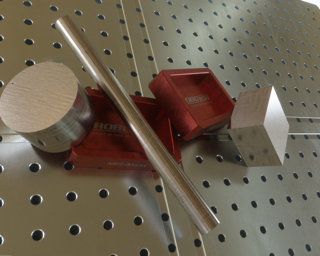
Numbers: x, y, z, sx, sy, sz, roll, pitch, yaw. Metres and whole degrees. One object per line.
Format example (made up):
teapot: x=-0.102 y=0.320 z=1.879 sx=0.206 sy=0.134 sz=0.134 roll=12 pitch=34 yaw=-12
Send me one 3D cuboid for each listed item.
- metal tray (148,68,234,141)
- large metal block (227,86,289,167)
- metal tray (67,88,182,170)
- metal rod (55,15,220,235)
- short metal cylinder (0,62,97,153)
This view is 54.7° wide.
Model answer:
metal tray: x=0.054 y=-0.039 z=0.433 sx=0.131 sy=0.030 sz=0.090 roll=-16 pitch=70 yaw=-52
large metal block: x=0.145 y=-0.001 z=0.448 sx=0.080 sy=0.050 sz=0.080 roll=55 pitch=45 yaw=-30
metal tray: x=-0.043 y=0.003 z=0.379 sx=0.131 sy=0.030 sz=0.090 roll=6 pitch=59 yaw=-25
metal rod: x=-0.032 y=-0.011 z=0.359 sx=0.025 sy=0.025 sz=0.299 roll=-28 pitch=77 yaw=-37
short metal cylinder: x=-0.113 y=-0.021 z=0.321 sx=0.080 sy=0.050 sz=0.080 roll=-4 pitch=63 yaw=9
